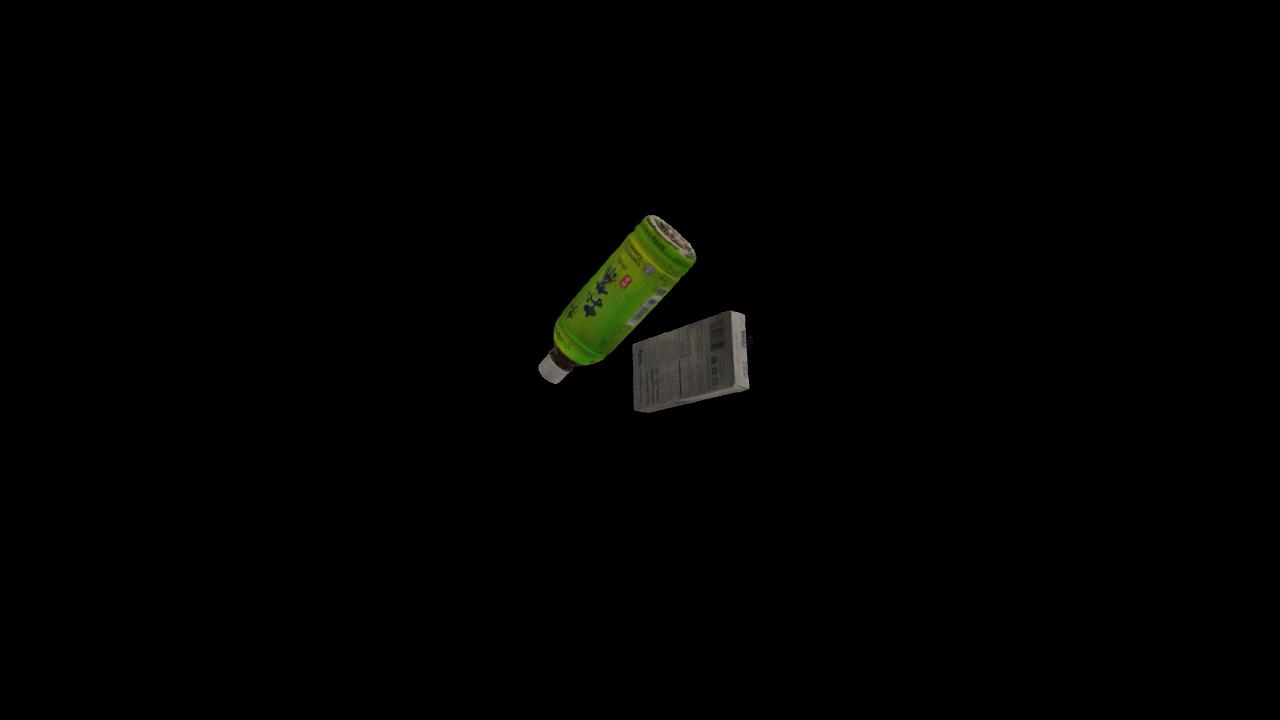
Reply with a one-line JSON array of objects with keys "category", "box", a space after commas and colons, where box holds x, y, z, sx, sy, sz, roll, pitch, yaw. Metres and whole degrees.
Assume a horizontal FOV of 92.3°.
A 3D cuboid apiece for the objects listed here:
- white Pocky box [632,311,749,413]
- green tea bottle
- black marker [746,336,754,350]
[{"category": "white Pocky box", "box": [0.050, 0.006, 0.671, 0.028, 0.084, 0.154, 12, -21, -40]}, {"category": "green tea bottle", "box": [-0.034, -0.054, 0.653, 0.212, 0.073, 0.073, -47, -20, 20]}, {"category": "black marker", "box": [0.069, -0.001, 0.690, 0.121, 0.020, 0.020, -22, -6, 16]}]
